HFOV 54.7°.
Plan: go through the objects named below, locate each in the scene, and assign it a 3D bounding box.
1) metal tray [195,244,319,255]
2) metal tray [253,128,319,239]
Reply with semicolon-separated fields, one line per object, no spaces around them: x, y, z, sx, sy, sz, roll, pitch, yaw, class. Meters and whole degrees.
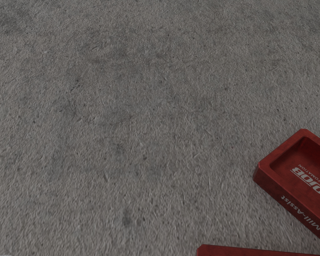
0.096;0.156;0.268;0.131;0.030;0.090;4;50;3;metal tray
0.183;0.067;0.344;0.091;0.030;0.130;-32;57;-24;metal tray
